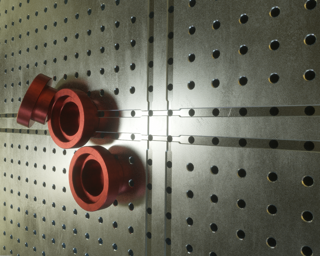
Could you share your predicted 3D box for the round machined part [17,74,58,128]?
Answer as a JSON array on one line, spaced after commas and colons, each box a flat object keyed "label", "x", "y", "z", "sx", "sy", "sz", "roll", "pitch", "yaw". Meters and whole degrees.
[{"label": "round machined part", "x": -0.212, "y": -0.044, "z": 0.554, "sx": 0.097, "sy": 0.042, "sz": 0.098, "roll": -59, "pitch": 14, "yaw": 26}]

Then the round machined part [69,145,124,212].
[{"label": "round machined part", "x": -0.095, "y": 0.075, "z": 0.478, "sx": 0.098, "sy": 0.042, "sz": 0.097, "roll": 0, "pitch": 90, "yaw": 40}]

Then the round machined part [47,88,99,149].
[{"label": "round machined part", "x": -0.140, "y": -0.015, "z": 0.513, "sx": 0.098, "sy": 0.042, "sz": 0.097, "roll": 1, "pitch": 91, "yaw": 37}]
